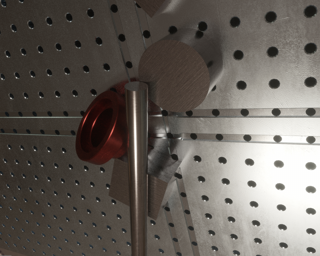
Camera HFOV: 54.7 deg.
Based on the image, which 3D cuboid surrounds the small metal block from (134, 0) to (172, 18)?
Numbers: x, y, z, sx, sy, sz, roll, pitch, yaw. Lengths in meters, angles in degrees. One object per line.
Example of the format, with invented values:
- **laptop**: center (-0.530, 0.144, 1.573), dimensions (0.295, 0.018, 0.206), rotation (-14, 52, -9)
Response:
- **small metal block**: center (-0.007, -0.152, 0.319), dimensions (0.050, 0.025, 0.050), rotation (45, 129, -4)

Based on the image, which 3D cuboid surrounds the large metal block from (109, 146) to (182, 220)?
- **large metal block**: center (-0.023, 0.075, 0.452), dimensions (0.080, 0.050, 0.079), rotation (24, 127, 13)

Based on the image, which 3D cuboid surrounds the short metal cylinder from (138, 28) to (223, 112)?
- **short metal cylinder**: center (0.023, -0.064, 0.342), dimensions (0.080, 0.050, 0.079), rotation (13, 124, 20)

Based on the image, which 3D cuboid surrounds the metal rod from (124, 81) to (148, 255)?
- **metal rod**: center (-0.029, 0.081, 0.410), dimensions (0.025, 0.025, 0.298), rotation (14, 125, 20)

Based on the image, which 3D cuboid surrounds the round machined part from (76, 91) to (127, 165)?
- **round machined part**: center (-0.068, 0.003, 0.413), dimensions (0.042, 0.098, 0.098), rotation (26, 138, -36)
